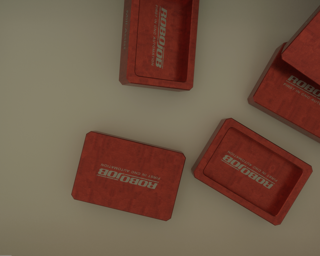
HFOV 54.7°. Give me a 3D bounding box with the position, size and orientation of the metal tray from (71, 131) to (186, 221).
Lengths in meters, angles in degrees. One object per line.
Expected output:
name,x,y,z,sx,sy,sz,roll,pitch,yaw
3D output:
metal tray,-0.040,0.061,0.408,0.131,0.030,0.089,14,90,-1

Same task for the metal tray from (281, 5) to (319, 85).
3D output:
metal tray,0.212,-0.106,0.338,0.090,0.030,0.129,36,134,2

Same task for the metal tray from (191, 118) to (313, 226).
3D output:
metal tray,0.119,0.056,0.410,0.130,0.030,0.090,31,90,-1

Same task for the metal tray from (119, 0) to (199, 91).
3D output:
metal tray,0.000,-0.115,0.390,0.091,0.030,0.129,4,91,-26

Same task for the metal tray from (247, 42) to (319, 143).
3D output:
metal tray,0.196,-0.043,0.409,0.130,0.030,0.090,30,90,2
